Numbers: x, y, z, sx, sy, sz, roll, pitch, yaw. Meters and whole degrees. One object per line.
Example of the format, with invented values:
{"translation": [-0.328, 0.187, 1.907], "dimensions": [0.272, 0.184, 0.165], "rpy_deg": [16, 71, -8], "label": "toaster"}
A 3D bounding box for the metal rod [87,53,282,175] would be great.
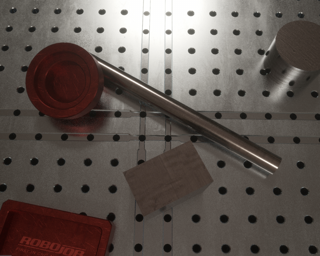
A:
{"translation": [0.020, -0.025, 0.421], "dimensions": [0.301, 0.025, 0.025], "rpy_deg": [30, 73, 10], "label": "metal rod"}

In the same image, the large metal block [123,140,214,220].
{"translation": [0.008, 0.064, 0.359], "dimensions": [0.080, 0.080, 0.050], "rpy_deg": [-25, 72, -9], "label": "large metal block"}

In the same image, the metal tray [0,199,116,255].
{"translation": [-0.126, 0.140, 0.356], "dimensions": [0.131, 0.030, 0.090], "rpy_deg": [11, 70, 3], "label": "metal tray"}

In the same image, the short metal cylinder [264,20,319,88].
{"translation": [0.195, -0.103, 0.439], "dimensions": [0.081, 0.050, 0.080], "rpy_deg": [0, 70, 0], "label": "short metal cylinder"}

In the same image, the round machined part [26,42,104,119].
{"translation": [-0.122, -0.060, 0.413], "dimensions": [0.099, 0.042, 0.097], "rpy_deg": [0, 87, 8], "label": "round machined part"}
